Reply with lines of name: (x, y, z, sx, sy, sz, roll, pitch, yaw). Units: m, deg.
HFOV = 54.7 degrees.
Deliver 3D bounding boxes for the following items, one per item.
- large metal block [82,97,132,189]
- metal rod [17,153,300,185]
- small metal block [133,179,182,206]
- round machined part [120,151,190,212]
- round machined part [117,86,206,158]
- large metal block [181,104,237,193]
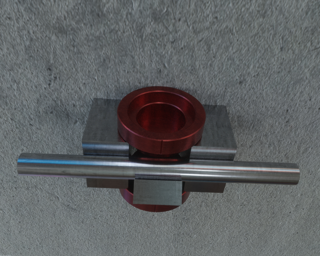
large metal block: (-0.062, 0.019, 0.388, 0.050, 0.080, 0.079, 3, 130, -3)
metal rod: (0.001, 0.046, 0.342, 0.302, 0.025, 0.025, 2, 130, -3)
small metal block: (-0.002, 0.071, 0.346, 0.050, 0.025, 0.050, 2, 171, 0)
round machined part: (-0.005, 0.060, 0.411, 0.099, 0.098, 0.042, 4, 125, -3)
round machined part: (0.001, -0.004, 0.357, 0.099, 0.098, 0.042, 3, 131, -3)
large metal block: (0.057, 0.025, 0.395, 0.050, 0.080, 0.079, 3, 130, -3)
